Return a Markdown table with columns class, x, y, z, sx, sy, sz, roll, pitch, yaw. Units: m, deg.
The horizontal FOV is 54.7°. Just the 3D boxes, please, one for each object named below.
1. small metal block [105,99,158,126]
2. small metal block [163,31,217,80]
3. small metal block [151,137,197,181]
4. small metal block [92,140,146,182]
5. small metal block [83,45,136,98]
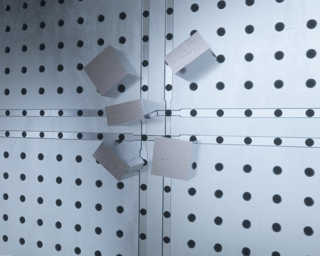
| class | x | y | z | sx | sy | sz | roll | pitch | yaw |
| --- | --- | --- | --- | --- | --- | --- | --- | --- | --- |
| small metal block | -0.037 | -0.019 | 0.411 | 0.050 | 0.050 | 0.025 | -11 | 86 | 19 |
| small metal block | 0.039 | -0.088 | 0.385 | 0.050 | 0.050 | 0.025 | -35 | 79 | 16 |
| small metal block | 0.018 | 0.039 | 0.405 | 0.050 | 0.025 | 0.050 | 7 | 92 | 19 |
| small metal block | -0.054 | 0.042 | 0.417 | 0.050 | 0.050 | 0.025 | 41 | 103 | 15 |
| small metal block | -0.071 | -0.079 | 0.436 | 0.050 | 0.025 | 0.050 | -37 | 79 | 16 |
